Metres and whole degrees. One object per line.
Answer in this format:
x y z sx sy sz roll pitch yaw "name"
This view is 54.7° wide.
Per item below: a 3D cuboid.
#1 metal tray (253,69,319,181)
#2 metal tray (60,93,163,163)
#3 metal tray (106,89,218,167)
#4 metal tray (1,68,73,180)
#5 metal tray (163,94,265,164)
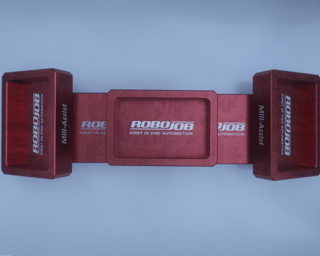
0.160 -0.003 0.389 0.091 0.030 0.129 0 90 -28 "metal tray"
-0.062 0.000 0.408 0.131 0.030 0.089 0 90 0 "metal tray"
0.003 0.000 0.377 0.131 0.030 0.089 1 89 0 "metal tray"
-0.155 -0.005 0.388 0.090 0.030 0.129 1 90 25 "metal tray"
0.069 0.001 0.408 0.131 0.030 0.089 0 90 0 "metal tray"
